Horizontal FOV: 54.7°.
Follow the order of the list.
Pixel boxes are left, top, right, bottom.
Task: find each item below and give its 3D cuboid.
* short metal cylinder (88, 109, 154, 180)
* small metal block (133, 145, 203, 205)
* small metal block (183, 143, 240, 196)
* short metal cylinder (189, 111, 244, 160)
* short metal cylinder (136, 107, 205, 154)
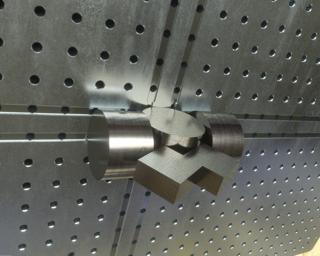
[{"bbox_3d":[-0.048,0.019,0.360,0.050,0.080,0.079,1,118,-29],"label":"short metal cylinder"},{"bbox_3d":[0.009,0.047,0.324,0.050,0.050,0.025,-25,136,-54],"label":"small metal block"},{"bbox_3d":[0.056,0.045,0.354,0.050,0.050,0.025,-24,135,-54],"label":"small metal block"},{"bbox_3d":[0.067,0.017,0.422,0.050,0.080,0.079,1,118,-28],"label":"short metal cylinder"},{"bbox_3d":[0.011,0.013,0.389,0.081,0.080,0.050,1,118,-29],"label":"short metal cylinder"}]
